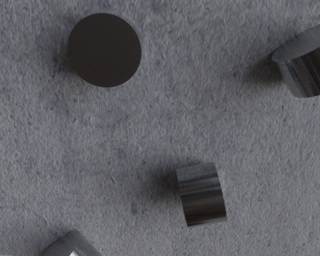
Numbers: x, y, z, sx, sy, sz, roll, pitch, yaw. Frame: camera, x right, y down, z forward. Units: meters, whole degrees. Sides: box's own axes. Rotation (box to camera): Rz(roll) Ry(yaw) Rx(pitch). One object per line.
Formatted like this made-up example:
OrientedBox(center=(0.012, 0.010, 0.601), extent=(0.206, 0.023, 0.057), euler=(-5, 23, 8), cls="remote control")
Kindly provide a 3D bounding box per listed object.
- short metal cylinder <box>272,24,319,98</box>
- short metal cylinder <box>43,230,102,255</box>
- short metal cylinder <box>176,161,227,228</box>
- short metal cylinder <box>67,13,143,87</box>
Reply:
OrientedBox(center=(0.178, -0.078, 0.354), extent=(0.080, 0.080, 0.050), euler=(-33, 107, 11), cls="short metal cylinder")
OrientedBox(center=(-0.133, 0.198, 0.452), extent=(0.080, 0.080, 0.050), euler=(-33, 107, 11), cls="short metal cylinder")
OrientedBox(center=(0.055, 0.089, 0.414), extent=(0.050, 0.080, 0.079), euler=(-12, 110, 4), cls="short metal cylinder")
OrientedBox(center=(-0.061, -0.092, 0.362), extent=(0.081, 0.050, 0.079), euler=(0, 110, -1), cls="short metal cylinder")
